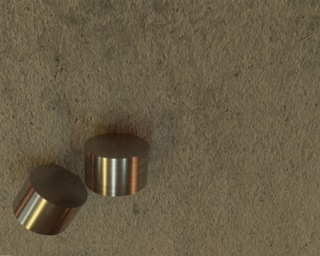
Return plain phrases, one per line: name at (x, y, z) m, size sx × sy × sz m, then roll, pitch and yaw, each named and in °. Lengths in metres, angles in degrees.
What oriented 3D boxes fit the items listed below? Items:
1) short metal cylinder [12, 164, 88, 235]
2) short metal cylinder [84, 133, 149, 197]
short metal cylinder at (-0.145, 0.094, 0.414) m, size 0.080 × 0.080 × 0.050 m, roll 32°, pitch 107°, yaw -11°
short metal cylinder at (-0.055, 0.044, 0.396) m, size 0.081 × 0.080 × 0.050 m, roll 4°, pitch 110°, yaw -2°
